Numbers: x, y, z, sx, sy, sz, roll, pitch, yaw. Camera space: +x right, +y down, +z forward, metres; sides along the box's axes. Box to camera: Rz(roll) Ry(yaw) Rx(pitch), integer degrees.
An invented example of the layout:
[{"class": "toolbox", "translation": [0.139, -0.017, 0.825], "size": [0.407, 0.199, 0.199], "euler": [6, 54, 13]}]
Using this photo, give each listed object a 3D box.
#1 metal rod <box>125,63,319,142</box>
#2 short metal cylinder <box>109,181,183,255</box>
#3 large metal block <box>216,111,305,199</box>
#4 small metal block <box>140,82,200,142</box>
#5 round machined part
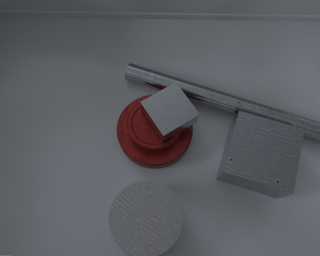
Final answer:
[{"class": "metal rod", "translation": [0.098, -0.033, 0.422], "size": [0.301, 0.025, 0.025], "euler": [18, 71, 6]}, {"class": "short metal cylinder", "translation": [-0.015, 0.105, 0.358], "size": [0.081, 0.050, 0.080], "euler": [0, 70, 0]}, {"class": "large metal block", "translation": [0.123, 0.034, 0.385], "size": [0.080, 0.050, 0.080], "euler": [17, 71, 5]}, {"class": "small metal block", "translation": [0.011, -0.019, 0.372], "size": [0.050, 0.025, 0.050], "euler": [-31, 73, -11]}, {"class": "round machined part", "translation": [-0.007, 0.000, 0.400], "size": [0.099, 0.042, 0.098], "euler": [0, 70, -1]}]
